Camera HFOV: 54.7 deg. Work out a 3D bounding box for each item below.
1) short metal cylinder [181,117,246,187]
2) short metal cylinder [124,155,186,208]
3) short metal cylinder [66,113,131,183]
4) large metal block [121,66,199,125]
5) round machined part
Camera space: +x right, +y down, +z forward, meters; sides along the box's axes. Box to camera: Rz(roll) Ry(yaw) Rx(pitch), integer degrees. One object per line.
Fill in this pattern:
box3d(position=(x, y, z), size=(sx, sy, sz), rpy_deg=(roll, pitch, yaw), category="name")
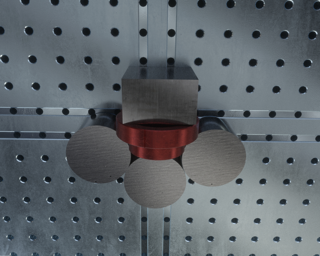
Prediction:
box3d(position=(0.068, 0.030, 0.412), size=(0.081, 0.050, 0.079), rpy_deg=(0, 110, 0), category="short metal cylinder")
box3d(position=(-0.006, 0.062, 0.423), size=(0.081, 0.050, 0.079), rpy_deg=(0, 110, 0), category="short metal cylinder")
box3d(position=(-0.077, 0.026, 0.409), size=(0.081, 0.050, 0.079), rpy_deg=(0, 110, 0), category="short metal cylinder")
box3d(position=(0.000, -0.041, 0.368), size=(0.081, 0.080, 0.050), rpy_deg=(1, 110, -1), category="large metal block")
box3d(position=(-0.003, 0.006, 0.375), size=(0.099, 0.098, 0.042), rpy_deg=(2, 110, -1), category="round machined part")
